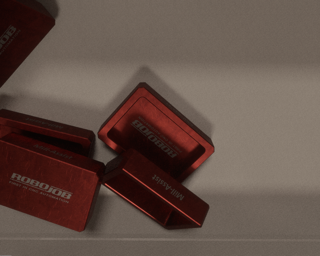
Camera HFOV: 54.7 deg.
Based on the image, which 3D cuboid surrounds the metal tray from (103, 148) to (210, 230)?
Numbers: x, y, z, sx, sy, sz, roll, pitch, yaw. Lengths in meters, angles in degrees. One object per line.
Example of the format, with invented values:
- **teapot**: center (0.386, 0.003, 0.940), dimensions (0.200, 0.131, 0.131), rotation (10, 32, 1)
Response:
- **metal tray**: center (-0.011, 0.086, 0.410), dimensions (0.130, 0.030, 0.090), rotation (38, 148, -12)

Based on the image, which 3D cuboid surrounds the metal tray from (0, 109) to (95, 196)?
- **metal tray**: center (-0.163, 0.034, 0.418), dimensions (0.131, 0.030, 0.089), rotation (14, 109, -6)

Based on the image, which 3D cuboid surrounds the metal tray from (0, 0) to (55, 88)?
- **metal tray**: center (-0.189, -0.092, 0.337), dimensions (0.130, 0.090, 0.030), rotation (-43, 80, 14)

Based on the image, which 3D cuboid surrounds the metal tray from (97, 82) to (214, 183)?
- **metal tray**: center (-0.004, 0.014, 0.413), dimensions (0.130, 0.030, 0.090), rotation (40, 105, -14)

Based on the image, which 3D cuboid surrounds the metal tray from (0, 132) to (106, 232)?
- **metal tray**: center (-0.143, 0.068, 0.390), dimensions (0.131, 0.030, 0.089), rotation (19, 110, 0)
